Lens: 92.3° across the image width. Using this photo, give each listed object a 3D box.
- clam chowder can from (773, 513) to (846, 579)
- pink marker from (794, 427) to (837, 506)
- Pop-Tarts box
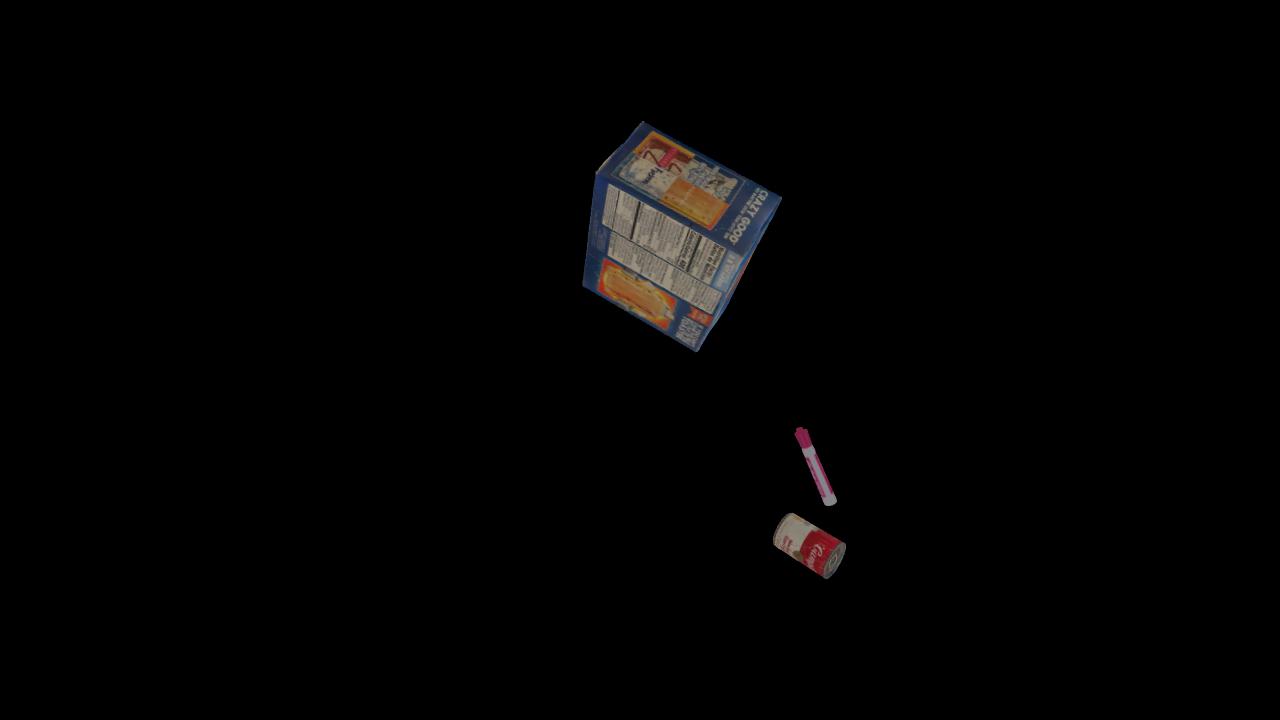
[{"bbox_3d":[0.285,0.312,1.041,0.102,0.068,0.068,27,18,38],"label":"clam chowder can"},{"bbox_3d":[0.246,0.149,0.864,0.020,0.121,0.020,-24,9,4],"label":"pink marker"},{"bbox_3d":[0.030,-0.107,0.575,0.141,0.083,0.167,31,-27,7],"label":"Pop-Tarts box"}]
